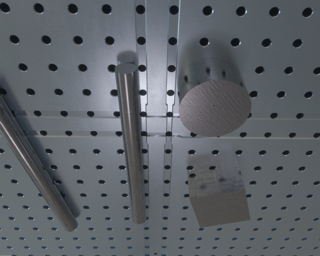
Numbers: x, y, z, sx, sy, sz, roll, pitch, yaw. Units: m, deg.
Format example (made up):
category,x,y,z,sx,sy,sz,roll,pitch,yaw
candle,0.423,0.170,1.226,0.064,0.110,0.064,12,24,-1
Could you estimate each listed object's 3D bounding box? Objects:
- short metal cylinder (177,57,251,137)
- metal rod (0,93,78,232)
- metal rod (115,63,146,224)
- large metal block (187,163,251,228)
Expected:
category,x,y,z,sx,sy,sz,roll,pitch,yaw
short metal cylinder,0.061,-0.036,0.365,0.081,0.050,0.079,0,130,0
metal rod,-0.185,0.065,0.464,0.025,0.025,0.298,-7,130,6
metal rod,-0.038,0.045,0.449,0.025,0.025,0.298,-1,130,0
large metal block,0.093,0.108,0.488,0.080,0.050,0.080,-12,129,10
